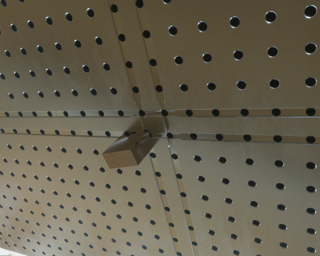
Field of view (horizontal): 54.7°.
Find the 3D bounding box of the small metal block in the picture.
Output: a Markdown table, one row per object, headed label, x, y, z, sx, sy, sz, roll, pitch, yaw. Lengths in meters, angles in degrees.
| label | x | y | z | sx | sy | sz | roll | pitch | yaw |
| --- | --- | --- | --- | --- | --- | --- | --- | --- | --- |
| small metal block | -0.044 | 0.031 | 0.436 | 0.050 | 0.050 | 0.025 | -11 | 113 | 32 |
